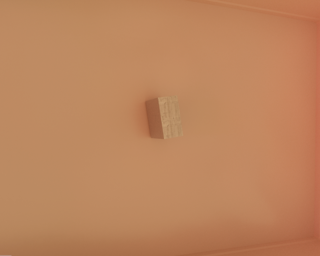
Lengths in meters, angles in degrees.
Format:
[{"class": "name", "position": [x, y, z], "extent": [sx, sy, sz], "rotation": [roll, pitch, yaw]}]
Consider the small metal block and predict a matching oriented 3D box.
[{"class": "small metal block", "position": [0.004, -0.013, 0.395], "extent": [0.025, 0.050, 0.050], "rotation": [-9, 93, -20]}]
